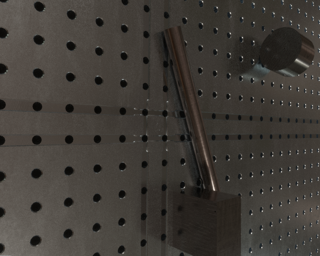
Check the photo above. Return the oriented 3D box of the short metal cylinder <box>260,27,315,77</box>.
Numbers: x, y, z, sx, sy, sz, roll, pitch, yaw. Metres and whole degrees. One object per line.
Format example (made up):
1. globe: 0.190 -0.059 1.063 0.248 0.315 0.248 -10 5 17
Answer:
1. short metal cylinder: 0.234 -0.139 0.573 0.050 0.080 0.080 10 84 -40

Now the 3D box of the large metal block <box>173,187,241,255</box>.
1. large metal block: 0.064 0.131 0.429 0.050 0.080 0.079 0 90 -40

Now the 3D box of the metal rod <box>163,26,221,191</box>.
1. metal rod: 0.055 0.003 0.457 0.025 0.025 0.298 -26 106 -37
